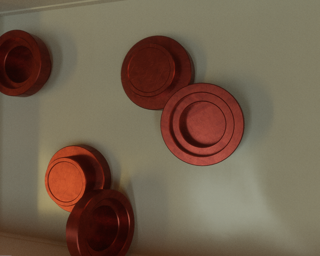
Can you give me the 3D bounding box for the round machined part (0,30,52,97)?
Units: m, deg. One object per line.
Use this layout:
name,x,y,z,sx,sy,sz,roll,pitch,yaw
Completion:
round machined part,-0.207,-0.095,0.473,0.098,0.042,0.097,0,90,19

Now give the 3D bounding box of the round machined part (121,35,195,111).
round machined part,-0.007,-0.072,0.403,0.098,0.042,0.097,0,90,19

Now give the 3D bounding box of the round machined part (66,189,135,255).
round machined part,-0.081,0.129,0.402,0.042,0.099,0.097,-7,88,36

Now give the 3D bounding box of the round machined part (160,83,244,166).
round machined part,0.054,-0.005,0.380,0.098,0.042,0.097,1,92,17

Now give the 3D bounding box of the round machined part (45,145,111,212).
round machined part,-0.124,0.074,0.444,0.098,0.042,0.097,0,90,19
